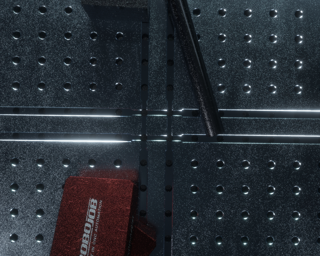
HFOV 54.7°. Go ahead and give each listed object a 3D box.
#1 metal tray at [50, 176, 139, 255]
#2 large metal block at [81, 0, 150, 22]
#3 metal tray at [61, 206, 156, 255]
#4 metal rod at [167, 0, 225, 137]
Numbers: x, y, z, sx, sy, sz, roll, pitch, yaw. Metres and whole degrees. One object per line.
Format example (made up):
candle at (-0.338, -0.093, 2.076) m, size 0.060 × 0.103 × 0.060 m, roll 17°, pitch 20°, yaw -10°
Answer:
metal tray at (-0.080, 0.128, 0.380) m, size 0.090 × 0.030 × 0.130 m, roll 2°, pitch 68°, yaw 9°
large metal block at (-0.053, -0.187, 0.400) m, size 0.081 × 0.050 × 0.080 m, roll 3°, pitch 90°, yaw 0°
metal tray at (-0.077, 0.172, 0.410) m, size 0.090 × 0.030 × 0.130 m, roll 37°, pitch 90°, yaw 0°
metal rod at (0.033, -0.134, 0.413) m, size 0.025 × 0.025 × 0.298 m, roll -16°, pitch 90°, yaw 0°
